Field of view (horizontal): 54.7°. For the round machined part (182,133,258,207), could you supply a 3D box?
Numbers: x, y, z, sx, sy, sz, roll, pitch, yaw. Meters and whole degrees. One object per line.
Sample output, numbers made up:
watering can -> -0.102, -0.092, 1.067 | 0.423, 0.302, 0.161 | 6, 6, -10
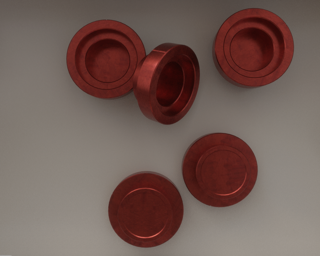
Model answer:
round machined part -> 0.079, 0.055, 0.403 | 0.099, 0.042, 0.097 | 0, 90, 0

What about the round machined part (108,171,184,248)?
round machined part -> -0.018, 0.108, 0.403 | 0.099, 0.042, 0.097 | 0, 90, 0

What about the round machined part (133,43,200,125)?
round machined part -> 0.005, -0.056, 0.384 | 0.042, 0.098, 0.098 | 20, 90, 36

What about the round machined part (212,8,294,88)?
round machined part -> 0.117, -0.100, 0.404 | 0.099, 0.042, 0.097 | 0, 90, 0

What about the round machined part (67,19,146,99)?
round machined part -> -0.066, -0.085, 0.402 | 0.099, 0.042, 0.097 | 0, 90, 0
